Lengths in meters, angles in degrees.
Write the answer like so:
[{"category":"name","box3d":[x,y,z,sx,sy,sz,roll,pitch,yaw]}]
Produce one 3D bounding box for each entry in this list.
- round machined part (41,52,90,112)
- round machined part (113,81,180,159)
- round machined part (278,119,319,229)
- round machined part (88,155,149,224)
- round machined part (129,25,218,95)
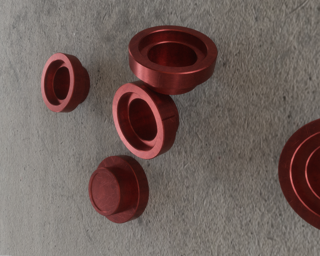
[{"category":"round machined part","box3d":[-0.156,-0.075,0.523,0.098,0.042,0.097,0,90,40]},{"category":"round machined part","box3d":[-0.014,-0.013,0.393,0.098,0.042,0.097,23,124,41]},{"category":"round machined part","box3d":[0.157,0.038,0.264,0.098,0.042,0.097,0,90,40]},{"category":"round machined part","box3d":[-0.066,0.089,0.449,0.098,0.042,0.097,0,90,40]},{"category":"round machined part","box3d":[0.014,-0.075,0.356,0.098,0.099,0.042,43,147,31]}]
